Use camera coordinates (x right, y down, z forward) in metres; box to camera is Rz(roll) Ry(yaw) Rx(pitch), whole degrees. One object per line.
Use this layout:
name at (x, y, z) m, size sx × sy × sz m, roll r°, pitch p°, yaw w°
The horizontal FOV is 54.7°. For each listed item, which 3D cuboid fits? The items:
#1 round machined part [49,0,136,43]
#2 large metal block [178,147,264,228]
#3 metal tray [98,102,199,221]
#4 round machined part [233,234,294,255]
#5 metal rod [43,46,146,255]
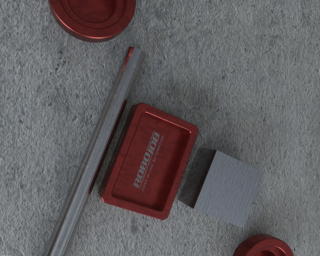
round machined part at (-0.082, -0.150, 0.370) m, size 0.099 × 0.042 × 0.097 m, roll 0°, pitch 90°, yaw -20°
large metal block at (0.083, 0.081, 0.427) m, size 0.080 × 0.050 × 0.080 m, roll 26°, pitch 82°, yaw -18°
metal tray at (-0.014, 0.043, 0.401) m, size 0.091 × 0.030 × 0.130 m, roll 23°, pitch 82°, yaw -19°
round machined part at (0.145, 0.204, 0.454) m, size 0.099 × 0.042 × 0.097 m, roll 0°, pitch 90°, yaw -20°
metal rod at (-0.082, 0.040, 0.378) m, size 0.025 × 0.025 × 0.299 m, roll 23°, pitch 82°, yaw -19°
